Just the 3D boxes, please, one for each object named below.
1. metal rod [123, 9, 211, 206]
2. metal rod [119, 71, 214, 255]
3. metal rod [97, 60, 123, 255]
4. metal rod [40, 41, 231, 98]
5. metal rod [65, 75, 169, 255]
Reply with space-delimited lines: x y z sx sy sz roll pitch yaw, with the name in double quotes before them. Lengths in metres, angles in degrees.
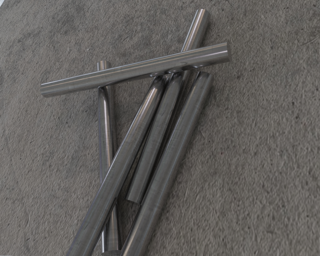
"metal rod" 0.017 -0.042 0.420 0.025 0.025 0.300 7 65 31
"metal rod" 0.003 0.061 0.364 0.025 0.025 0.300 11 67 33
"metal rod" -0.073 0.018 0.431 0.025 0.025 0.299 -21 54 16
"metal rod" -0.050 -0.078 0.444 0.300 0.025 0.025 -7 59 24
"metal rod" -0.049 0.051 0.373 0.025 0.025 0.300 5 56 30
